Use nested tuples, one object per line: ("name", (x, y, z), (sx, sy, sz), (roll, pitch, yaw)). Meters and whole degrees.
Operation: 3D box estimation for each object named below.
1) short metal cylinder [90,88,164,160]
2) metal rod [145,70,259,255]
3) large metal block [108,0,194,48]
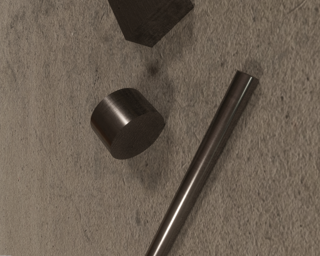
("short metal cylinder", (-0.042, -0.005, 0.402), (0.050, 0.081, 0.080), (48, 118, 29))
("metal rod", (0.036, 0.073, 0.373), (0.025, 0.025, 0.298), (36, 112, 33))
("large metal block", (-0.016, -0.165, 0.400), (0.080, 0.050, 0.080), (-36, 68, 33))
